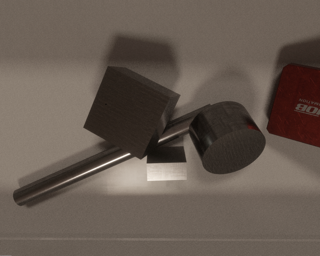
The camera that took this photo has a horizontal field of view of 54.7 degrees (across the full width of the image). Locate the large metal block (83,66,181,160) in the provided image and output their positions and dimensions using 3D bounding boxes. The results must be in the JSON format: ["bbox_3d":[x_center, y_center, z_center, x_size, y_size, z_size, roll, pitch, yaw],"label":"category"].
[{"bbox_3d":[-0.033,-0.021,0.375,0.080,0.050,0.080,28,105,11],"label":"large metal block"}]

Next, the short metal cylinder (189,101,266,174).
[{"bbox_3d":[0.083,0.013,0.387,0.081,0.050,0.079,-10,136,-10],"label":"short metal cylinder"}]

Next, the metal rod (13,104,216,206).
[{"bbox_3d":[-0.066,0.040,0.425,0.301,0.025,0.025,-24,109,8],"label":"metal rod"}]

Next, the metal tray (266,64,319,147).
[{"bbox_3d":[0.206,-0.021,0.372,0.130,0.030,0.089,18,112,24],"label":"metal tray"}]

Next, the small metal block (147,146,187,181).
[{"bbox_3d":[0.009,0.047,0.415,0.050,0.050,0.025,-2,111,0],"label":"small metal block"}]
